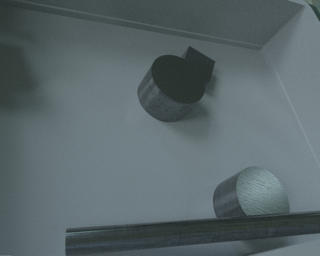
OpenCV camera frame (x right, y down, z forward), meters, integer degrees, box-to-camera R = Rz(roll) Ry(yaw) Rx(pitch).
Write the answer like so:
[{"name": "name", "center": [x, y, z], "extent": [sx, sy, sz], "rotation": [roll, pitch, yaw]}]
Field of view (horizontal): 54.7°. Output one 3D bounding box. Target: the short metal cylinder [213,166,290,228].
[{"name": "short metal cylinder", "center": [0.116, 0.095, 0.396], "extent": [0.081, 0.050, 0.080], "rotation": [14, 56, -21]}]

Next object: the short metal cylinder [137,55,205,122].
[{"name": "short metal cylinder", "center": [0.015, -0.055, 0.433], "extent": [0.081, 0.050, 0.080], "rotation": [14, 56, -21]}]

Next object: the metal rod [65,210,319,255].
[{"name": "metal rod", "center": [0.059, 0.108, 0.327], "extent": [0.302, 0.025, 0.025], "rotation": [0, 61, -13]}]

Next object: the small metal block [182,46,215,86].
[{"name": "small metal block", "center": [0.057, -0.096, 0.497], "extent": [0.050, 0.025, 0.050], "rotation": [28, 52, -11]}]
